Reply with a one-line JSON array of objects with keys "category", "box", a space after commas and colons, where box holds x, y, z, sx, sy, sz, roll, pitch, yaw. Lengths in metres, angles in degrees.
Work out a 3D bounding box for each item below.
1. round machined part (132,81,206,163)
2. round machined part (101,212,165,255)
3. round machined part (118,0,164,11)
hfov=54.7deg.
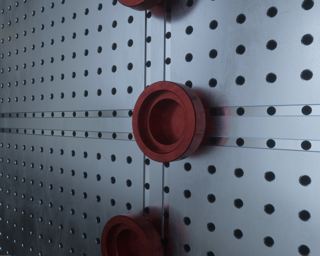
[{"category": "round machined part", "box": [0.015, -0.008, 0.384, 0.098, 0.042, 0.097, 0, 90, 39]}, {"category": "round machined part", "box": [-0.033, 0.164, 0.424, 0.098, 0.042, 0.097, 0, 90, 39]}, {"category": "round machined part", "box": [-0.016, -0.204, 0.410, 0.098, 0.042, 0.097, 0, 90, 39]}]
